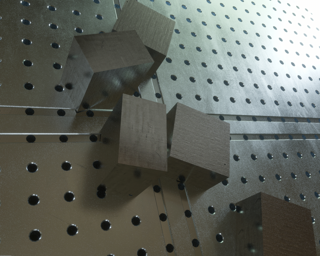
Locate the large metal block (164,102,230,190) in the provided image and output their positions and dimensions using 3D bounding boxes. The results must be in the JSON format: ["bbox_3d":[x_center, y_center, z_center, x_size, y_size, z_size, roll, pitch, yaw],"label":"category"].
[{"bbox_3d":[0.042,0.025,0.402,0.080,0.050,0.080,21,54,-16],"label":"large metal block"}]

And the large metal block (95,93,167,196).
[{"bbox_3d":[-0.033,0.022,0.343,0.050,0.080,0.080,13,56,-21],"label":"large metal block"}]

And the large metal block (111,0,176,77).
[{"bbox_3d":[-0.030,-0.135,0.460,0.080,0.050,0.080,24,53,-14],"label":"large metal block"}]

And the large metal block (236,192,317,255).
[{"bbox_3d":[0.144,0.136,0.389,0.080,0.050,0.080,22,54,-16],"label":"large metal block"}]

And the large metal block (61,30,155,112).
[{"bbox_3d":[-0.066,-0.070,0.381,0.081,0.080,0.050,-19,72,-36],"label":"large metal block"}]
